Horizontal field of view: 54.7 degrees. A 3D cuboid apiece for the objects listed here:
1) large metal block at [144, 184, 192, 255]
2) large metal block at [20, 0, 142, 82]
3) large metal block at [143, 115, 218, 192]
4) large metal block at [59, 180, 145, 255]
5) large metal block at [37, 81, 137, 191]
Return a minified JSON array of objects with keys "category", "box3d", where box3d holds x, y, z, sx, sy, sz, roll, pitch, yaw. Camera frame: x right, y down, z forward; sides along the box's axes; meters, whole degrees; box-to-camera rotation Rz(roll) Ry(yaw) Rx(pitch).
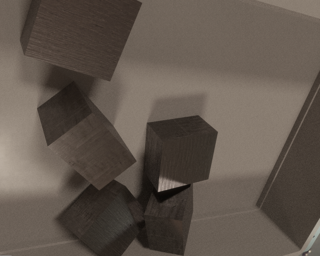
[{"category":"large metal block","box3d":[0.016,0.122,0.449,0.050,0.080,0.079,6,128,14]},{"category":"large metal block","box3d":[-0.076,-0.099,0.290,0.081,0.050,0.079,13,112,-34]},{"category":"large metal block","box3d":[0.026,0.033,0.429,0.081,0.050,0.079,-9,123,-24]},{"category":"large metal block","box3d":[-0.070,0.122,0.414,0.080,0.050,0.080,-49,133,-23]},{"category":"large metal block","box3d":[-0.080,0.007,0.335,0.050,0.080,0.080,-38,130,-3]}]
